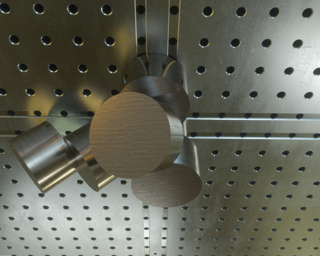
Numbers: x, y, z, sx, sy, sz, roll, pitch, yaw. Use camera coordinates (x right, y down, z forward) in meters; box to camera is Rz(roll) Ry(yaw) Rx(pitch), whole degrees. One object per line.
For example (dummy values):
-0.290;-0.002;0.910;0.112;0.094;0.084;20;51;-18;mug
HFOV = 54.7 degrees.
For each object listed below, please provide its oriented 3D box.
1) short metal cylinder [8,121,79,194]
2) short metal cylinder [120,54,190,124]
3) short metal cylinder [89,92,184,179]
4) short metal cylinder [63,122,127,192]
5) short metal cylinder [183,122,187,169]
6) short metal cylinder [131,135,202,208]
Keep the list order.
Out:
-0.149;0.037;0.397;0.050;0.080;0.080;-35;136;-27;short metal cylinder
-0.007;-0.039;0.361;0.081;0.050;0.079;0;130;0;short metal cylinder
-0.022;0.008;0.307;0.080;0.080;0.050;-19;171;15;short metal cylinder
-0.080;0.033;0.394;0.050;0.080;0.080;-34;136;-27;short metal cylinder
-0.002;0.022;0.413;0.081;0.050;0.079;0;130;0;short metal cylinder
0.007;0.051;0.370;0.081;0.050;0.079;0;130;0;short metal cylinder
